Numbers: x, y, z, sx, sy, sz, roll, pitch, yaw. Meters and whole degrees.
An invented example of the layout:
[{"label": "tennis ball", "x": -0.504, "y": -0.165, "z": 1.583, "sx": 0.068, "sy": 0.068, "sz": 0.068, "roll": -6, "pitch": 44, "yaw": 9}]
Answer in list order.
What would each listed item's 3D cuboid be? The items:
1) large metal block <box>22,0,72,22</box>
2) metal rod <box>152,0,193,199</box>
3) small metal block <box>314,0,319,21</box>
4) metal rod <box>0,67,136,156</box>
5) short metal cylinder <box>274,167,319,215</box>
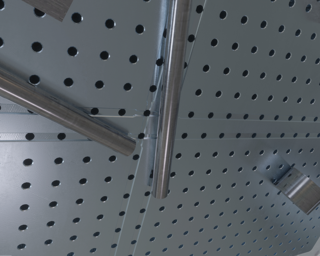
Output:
[{"label": "large metal block", "x": -0.102, "y": -0.146, "z": 0.249, "sx": 0.080, "sy": 0.050, "sz": 0.080, "roll": 23, "pitch": 106, "yaw": -37}, {"label": "metal rod", "x": 0.012, "y": -0.029, "z": 0.399, "sx": 0.025, "sy": 0.025, "sz": 0.298, "roll": -9, "pitch": 122, "yaw": -24}, {"label": "small metal block", "x": 0.250, "y": -0.180, "z": 0.436, "sx": 0.050, "sy": 0.025, "sz": 0.050, "roll": -44, "pitch": 130, "yaw": 2}, {"label": "metal rod", "x": -0.141, "y": -0.036, "z": 0.311, "sx": 0.301, "sy": 0.025, "sz": 0.025, "roll": 32, "pitch": 101, "yaw": -38}, {"label": "short metal cylinder", "x": 0.271, "y": 0.121, "z": 0.599, "sx": 0.050, "sy": 0.080, "sz": 0.080, "roll": -47, "pitch": 129, "yaw": 4}]
